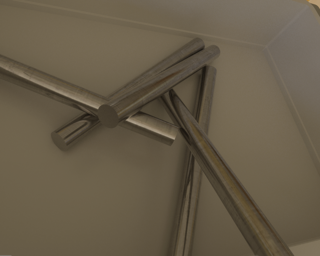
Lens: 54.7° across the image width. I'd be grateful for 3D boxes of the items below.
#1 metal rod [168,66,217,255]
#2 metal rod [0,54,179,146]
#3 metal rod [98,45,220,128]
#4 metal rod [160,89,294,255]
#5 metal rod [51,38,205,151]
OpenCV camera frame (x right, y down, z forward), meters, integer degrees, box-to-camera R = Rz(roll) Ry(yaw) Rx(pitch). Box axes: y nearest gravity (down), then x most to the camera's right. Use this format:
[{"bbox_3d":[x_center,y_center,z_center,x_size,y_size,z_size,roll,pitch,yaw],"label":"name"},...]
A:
[{"bbox_3d":[0.050,0.026,0.416,0.025,0.025,0.300,24,53,-14],"label":"metal rod"},{"bbox_3d":[-0.123,-0.047,0.343,0.302,0.025,0.025,22,53,-6],"label":"metal rod"},{"bbox_3d":[0.021,-0.071,0.418,0.025,0.025,0.302,46,38,3],"label":"metal rod"},{"bbox_3d":[0.051,0.030,0.329,0.025,0.025,0.300,6,32,-25],"label":"metal rod"},{"bbox_3d":[-0.022,-0.063,0.431,0.025,0.025,0.302,46,51,3],"label":"metal rod"}]
